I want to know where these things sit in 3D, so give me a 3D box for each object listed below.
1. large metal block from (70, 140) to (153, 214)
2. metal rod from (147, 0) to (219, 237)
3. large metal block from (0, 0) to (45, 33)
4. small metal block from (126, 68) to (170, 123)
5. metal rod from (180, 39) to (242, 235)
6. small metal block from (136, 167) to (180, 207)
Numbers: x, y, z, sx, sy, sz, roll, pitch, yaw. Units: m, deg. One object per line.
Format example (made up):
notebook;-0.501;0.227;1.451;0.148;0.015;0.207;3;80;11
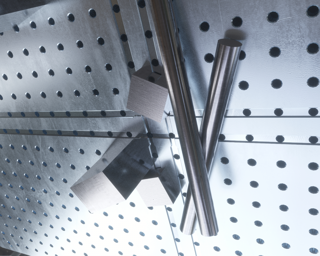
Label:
large metal block;-0.071;0.072;0.457;0.080;0.080;0.050;-29;102;37
metal rod;0.032;-0.003;0.367;0.025;0.025;0.298;-4;109;30
large metal block;-0.210;-0.155;0.391;0.080;0.080;0.050;-16;110;34
small metal block;-0.011;-0.041;0.392;0.050;0.025;0.050;24;127;13
metal rod;0.058;0.035;0.402;0.025;0.025;0.298;19;126;17
small metal block;-0.006;0.091;0.471;0.050;0.025;0.050;-16;111;34
